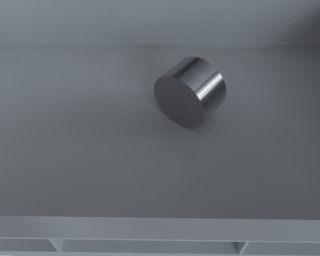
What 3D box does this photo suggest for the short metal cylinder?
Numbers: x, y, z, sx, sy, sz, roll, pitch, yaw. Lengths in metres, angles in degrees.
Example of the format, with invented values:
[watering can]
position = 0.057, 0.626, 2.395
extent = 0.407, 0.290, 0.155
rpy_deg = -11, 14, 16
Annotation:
[short metal cylinder]
position = 0.039, -0.046, 0.409
extent = 0.080, 0.080, 0.050
rpy_deg = 32, 57, 24
